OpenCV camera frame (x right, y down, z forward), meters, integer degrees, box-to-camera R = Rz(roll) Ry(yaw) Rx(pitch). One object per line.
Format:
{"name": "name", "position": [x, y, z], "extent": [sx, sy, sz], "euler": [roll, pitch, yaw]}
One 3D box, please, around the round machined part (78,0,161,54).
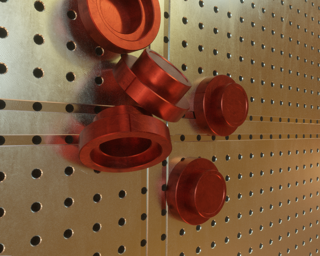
{"name": "round machined part", "position": [-0.050, -0.135, 0.358], "extent": [0.099, 0.042, 0.097], "euler": [0, 90, -40]}

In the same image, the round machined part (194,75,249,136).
{"name": "round machined part", "position": [0.102, -0.035, 0.487], "extent": [0.099, 0.042, 0.097], "euler": [0, 90, -40]}

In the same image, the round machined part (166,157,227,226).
{"name": "round machined part", "position": [0.059, 0.093, 0.451], "extent": [0.099, 0.042, 0.097], "euler": [0, 90, -40]}

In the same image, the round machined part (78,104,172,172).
{"name": "round machined part", "position": [-0.038, 0.010, 0.339], "extent": [0.099, 0.098, 0.042], "euler": [19, 50, -39]}

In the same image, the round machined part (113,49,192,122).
{"name": "round machined part", "position": [-0.002, -0.055, 0.360], "extent": [0.098, 0.098, 0.042], "euler": [25, 115, -38]}
